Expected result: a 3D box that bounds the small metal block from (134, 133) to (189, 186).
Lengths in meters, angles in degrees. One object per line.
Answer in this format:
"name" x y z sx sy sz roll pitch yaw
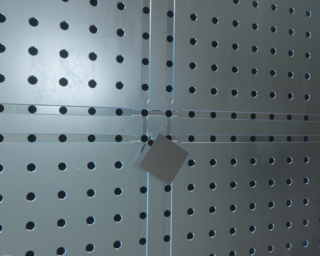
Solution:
"small metal block" 0.002 0.041 0.413 0.050 0.025 0.050 35 79 -17
